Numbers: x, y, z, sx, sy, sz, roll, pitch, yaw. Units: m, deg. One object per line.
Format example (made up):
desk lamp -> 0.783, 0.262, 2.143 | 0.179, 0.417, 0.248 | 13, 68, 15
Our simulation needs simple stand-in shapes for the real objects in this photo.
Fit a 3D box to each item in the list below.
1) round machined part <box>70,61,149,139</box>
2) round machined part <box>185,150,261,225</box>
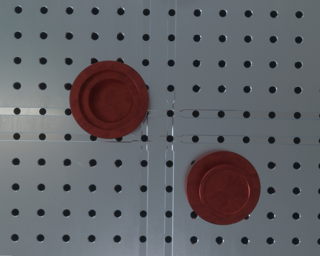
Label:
round machined part -> -0.063, -0.035, 0.404 | 0.099, 0.042, 0.097 | 0, 90, 0
round machined part -> 0.083, 0.079, 0.405 | 0.099, 0.042, 0.097 | 0, 90, 0
